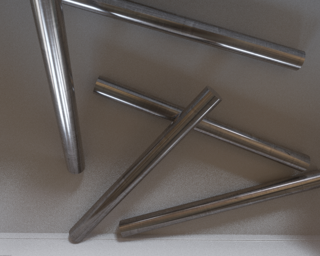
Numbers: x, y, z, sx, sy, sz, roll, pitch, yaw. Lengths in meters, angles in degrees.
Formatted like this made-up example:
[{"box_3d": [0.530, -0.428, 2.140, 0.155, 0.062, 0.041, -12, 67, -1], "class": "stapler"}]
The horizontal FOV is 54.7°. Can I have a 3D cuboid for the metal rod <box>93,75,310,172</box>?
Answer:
[{"box_3d": [0.060, -0.003, 0.410, 0.302, 0.025, 0.025, 20, 109, -8], "class": "metal rod"}]

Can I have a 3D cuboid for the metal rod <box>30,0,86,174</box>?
[{"box_3d": [-0.103, -0.046, 0.323, 0.025, 0.025, 0.298, 5, 137, -2], "class": "metal rod"}]

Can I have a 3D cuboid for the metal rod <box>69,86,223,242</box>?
[{"box_3d": [-0.031, 0.060, 0.416, 0.025, 0.025, 0.299, 38, 112, -13], "class": "metal rod"}]

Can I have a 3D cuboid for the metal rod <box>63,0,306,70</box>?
[{"box_3d": [0.026, -0.120, 0.367, 0.302, 0.025, 0.025, 14, 110, -6], "class": "metal rod"}]

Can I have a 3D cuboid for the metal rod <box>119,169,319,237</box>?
[{"box_3d": [0.087, 0.111, 0.452, 0.301, 0.025, 0.025, -16, 110, 5], "class": "metal rod"}]
